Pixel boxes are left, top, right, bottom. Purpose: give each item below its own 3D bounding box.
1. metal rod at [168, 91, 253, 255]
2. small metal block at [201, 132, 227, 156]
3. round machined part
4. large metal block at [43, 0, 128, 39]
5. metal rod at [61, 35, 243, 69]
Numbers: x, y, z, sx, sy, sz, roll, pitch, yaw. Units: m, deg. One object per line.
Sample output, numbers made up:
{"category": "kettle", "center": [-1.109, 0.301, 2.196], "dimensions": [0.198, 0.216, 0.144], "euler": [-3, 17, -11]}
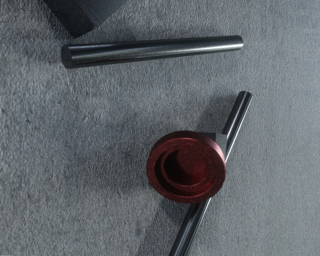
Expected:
{"category": "metal rod", "center": [0.083, 0.068, 0.476], "dimensions": [0.025, 0.025, 0.300], "euler": [42, 64, -32]}
{"category": "small metal block", "center": [0.067, 0.033, 0.447], "dimensions": [0.025, 0.050, 0.050], "euler": [12, 82, -41]}
{"category": "round machined part", "center": [0.035, 0.046, 0.401], "dimensions": [0.042, 0.098, 0.098], "euler": [-72, 139, -62]}
{"category": "large metal block", "center": [-0.079, -0.155, 0.323], "dimensions": [0.080, 0.050, 0.080], "euler": [52, 60, -28]}
{"category": "metal rod", "center": [0.015, -0.108, 0.418], "dimensions": [0.302, 0.025, 0.025], "euler": [-17, 101, -39]}
